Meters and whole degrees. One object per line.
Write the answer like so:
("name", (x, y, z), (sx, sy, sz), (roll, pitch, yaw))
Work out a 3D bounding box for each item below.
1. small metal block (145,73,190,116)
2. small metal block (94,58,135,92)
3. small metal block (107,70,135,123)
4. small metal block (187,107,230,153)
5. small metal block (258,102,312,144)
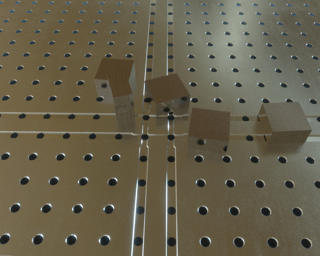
("small metal block", (0.010, -0.049, 0.449), (0.050, 0.025, 0.050), (-16, 52, -13))
("small metal block", (-0.068, -0.080, 0.475), (0.050, 0.025, 0.050), (5, 50, 4))
("small metal block", (-0.054, -0.044, 0.428), (0.025, 0.050, 0.050), (-12, 51, -10))
("small metal block", (0.064, 0.003, 0.406), (0.050, 0.025, 0.050), (8, 50, 6))
("small metal block", (0.166, -0.008, 0.415), (0.050, 0.025, 0.050), (-2, 50, -2))
